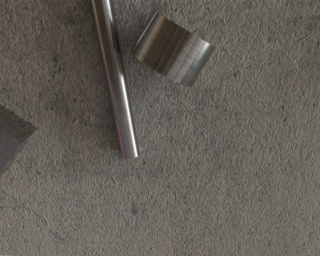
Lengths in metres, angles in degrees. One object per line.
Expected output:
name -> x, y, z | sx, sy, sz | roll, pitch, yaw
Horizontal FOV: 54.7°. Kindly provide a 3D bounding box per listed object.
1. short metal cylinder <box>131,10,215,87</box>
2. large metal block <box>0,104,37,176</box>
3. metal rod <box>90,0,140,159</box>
short metal cylinder -> 0.015, -0.089, 0.348 | 0.080, 0.080, 0.050 | 28, 108, -10
large metal block -> -0.223, 0.015, 0.399 | 0.080, 0.050, 0.080 | 37, 106, -13
metal rod -> -0.061, -0.102, 0.371 | 0.025, 0.025, 0.298 | -8, 110, 2
